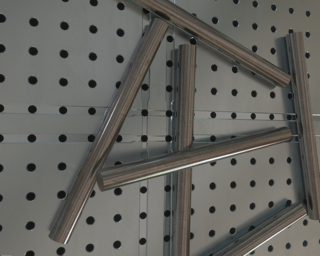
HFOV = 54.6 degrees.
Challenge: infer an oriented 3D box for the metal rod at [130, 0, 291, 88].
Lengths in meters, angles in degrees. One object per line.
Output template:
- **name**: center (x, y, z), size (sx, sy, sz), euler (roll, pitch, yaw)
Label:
- **metal rod**: center (0.064, -0.132, 0.435), size (0.301, 0.025, 0.025), euler (25, 82, -19)

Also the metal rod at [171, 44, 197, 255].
- **metal rod**: center (0.032, 0.037, 0.424), size (0.025, 0.025, 0.298), euler (2, 89, -20)

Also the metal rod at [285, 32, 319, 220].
- **metal rod**: center (0.234, -0.001, 0.498), size (0.025, 0.025, 0.298), euler (-10, 94, -20)

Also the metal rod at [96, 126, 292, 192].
- **metal rod**: center (0.065, 0.034, 0.412), size (0.302, 0.025, 0.025), euler (-10, 94, -29)

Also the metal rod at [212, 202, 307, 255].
- **metal rod**: center (0.093, 0.188, 0.446), size (0.302, 0.025, 0.025), euler (-24, 98, -18)

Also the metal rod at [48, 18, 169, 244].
- **metal rod**: center (-0.060, -0.003, 0.390), size (0.025, 0.025, 0.299), euler (27, 81, -18)
